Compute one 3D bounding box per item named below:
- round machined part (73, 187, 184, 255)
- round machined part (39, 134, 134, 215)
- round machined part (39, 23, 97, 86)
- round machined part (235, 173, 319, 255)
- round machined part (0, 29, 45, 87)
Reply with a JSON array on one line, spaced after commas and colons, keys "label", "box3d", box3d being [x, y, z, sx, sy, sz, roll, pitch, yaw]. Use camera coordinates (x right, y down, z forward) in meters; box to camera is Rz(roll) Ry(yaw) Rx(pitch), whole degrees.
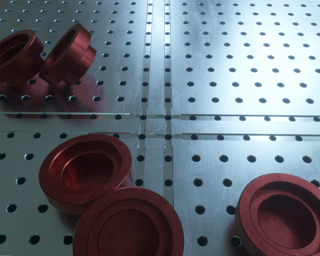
[{"label": "round machined part", "box3d": [-0.031, 0.105, 0.290, 0.099, 0.042, 0.098, 4, 77, -17]}, {"label": "round machined part", "box3d": [-0.077, 0.054, 0.343, 0.099, 0.042, 0.098, -3, 42, 3]}, {"label": "round machined part", "box3d": [-0.132, -0.103, 0.459, 0.098, 0.042, 0.098, -32, 38, 30]}, {"label": "round machined part", "box3d": [0.126, 0.099, 0.316, 0.099, 0.042, 0.098, 0, 50, 0]}, {"label": "round machined part", "box3d": [-0.215, -0.100, 0.464, 0.098, 0.042, 0.098, -15, 46, 16]}]
